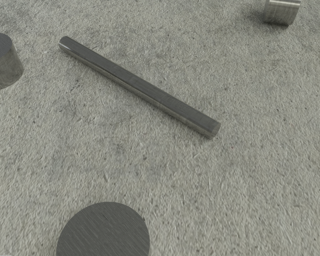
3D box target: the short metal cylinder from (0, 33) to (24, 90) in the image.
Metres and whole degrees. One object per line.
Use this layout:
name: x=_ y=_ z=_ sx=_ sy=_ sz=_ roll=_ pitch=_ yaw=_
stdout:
short metal cylinder: x=-0.258 y=-0.101 z=0.470 sx=0.081 sy=0.050 sz=0.080 roll=0 pitch=50 yaw=0

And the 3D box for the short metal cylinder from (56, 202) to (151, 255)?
short metal cylinder: x=-0.049 y=0.117 z=0.289 sx=0.081 sy=0.050 sz=0.080 roll=0 pitch=50 yaw=0

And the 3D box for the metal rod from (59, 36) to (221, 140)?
metal rod: x=-0.044 y=-0.069 z=0.461 sx=0.300 sy=0.025 sz=0.025 roll=32 pitch=57 yaw=24

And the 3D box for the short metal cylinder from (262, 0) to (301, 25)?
short metal cylinder: x=0.223 y=-0.232 z=0.564 sx=0.050 sy=0.080 sz=0.080 roll=11 pitch=51 yaw=9
